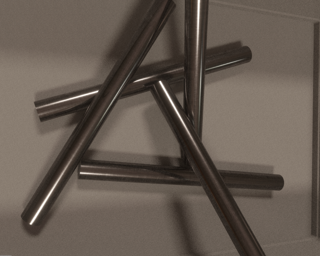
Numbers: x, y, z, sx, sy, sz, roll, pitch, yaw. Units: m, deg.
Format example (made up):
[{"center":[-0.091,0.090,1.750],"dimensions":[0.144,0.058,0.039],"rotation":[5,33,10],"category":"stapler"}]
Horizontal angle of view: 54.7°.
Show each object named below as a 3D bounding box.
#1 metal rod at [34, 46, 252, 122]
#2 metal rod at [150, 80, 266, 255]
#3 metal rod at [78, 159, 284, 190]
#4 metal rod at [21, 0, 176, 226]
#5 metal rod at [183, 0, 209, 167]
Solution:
[{"center":[-0.007,-0.064,0.408],"dimensions":[0.302,0.025,0.025],"rotation":[-19,97,-20],"category":"metal rod"},{"center":[0.067,0.075,0.357],"dimensions":[0.025,0.025,0.299],"rotation":[-24,77,-19],"category":"metal rod"},{"center":[0.043,0.067,0.427],"dimensions":[0.302,0.025,0.025],"rotation":[7,88,-20],"category":"metal rod"},{"center":[-0.070,-0.022,0.361],"dimensions":[0.025,0.025,0.299],"rotation":[32,88,-18],"category":"metal rod"},{"center":[0.040,-0.082,0.355],"dimensions":[0.025,0.025,0.298],"rotation":[-14,122,-20],"category":"metal rod"}]
